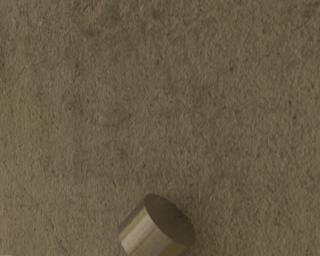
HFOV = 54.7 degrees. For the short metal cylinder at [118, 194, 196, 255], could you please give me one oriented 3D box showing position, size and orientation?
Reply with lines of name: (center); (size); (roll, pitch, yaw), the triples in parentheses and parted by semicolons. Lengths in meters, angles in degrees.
short metal cylinder: (-0.003, 0.128, 0.380); (0.080, 0.080, 0.050); (44, 104, 14)
